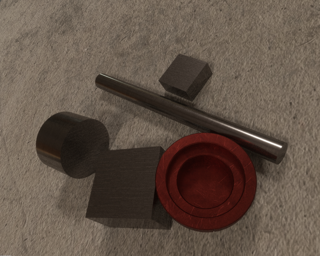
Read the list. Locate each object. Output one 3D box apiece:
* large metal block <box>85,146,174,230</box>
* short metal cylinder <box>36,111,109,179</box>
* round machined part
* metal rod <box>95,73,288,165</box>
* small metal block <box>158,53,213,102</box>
[{"bbox_3d":[-0.030,0.070,0.359,0.080,0.050,0.080,-6,59,24],"label":"large metal block"},{"bbox_3d":[-0.115,0.022,0.413,0.050,0.080,0.080,15,70,34],"label":"short metal cylinder"},{"bbox_3d":[0.047,0.057,0.321,0.099,0.042,0.098,-3,65,7],"label":"round machined part"},{"bbox_3d":[0.016,-0.024,0.409,0.300,0.025,0.025,25,75,36],"label":"metal rod"},{"bbox_3d":[0.035,-0.070,0.427,0.050,0.025,0.050,28,77,37],"label":"small metal block"}]
